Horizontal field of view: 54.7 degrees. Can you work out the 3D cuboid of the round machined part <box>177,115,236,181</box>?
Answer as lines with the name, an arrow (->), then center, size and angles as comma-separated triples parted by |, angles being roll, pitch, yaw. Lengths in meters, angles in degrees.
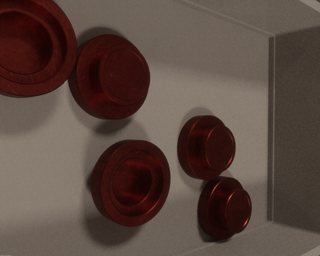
round machined part -> 0.076, 0.030, 0.462 | 0.099, 0.042, 0.097 | 0, 90, -40

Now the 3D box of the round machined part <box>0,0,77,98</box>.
round machined part -> -0.131, -0.076, 0.286 | 0.099, 0.042, 0.097 | 0, 90, -40

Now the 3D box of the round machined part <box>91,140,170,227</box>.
round machined part -> -0.038, 0.062, 0.366 | 0.099, 0.042, 0.097 | 0, 90, -40

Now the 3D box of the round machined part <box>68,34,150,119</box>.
round machined part -> -0.050, -0.059, 0.355 | 0.099, 0.042, 0.097 | 0, 90, -40

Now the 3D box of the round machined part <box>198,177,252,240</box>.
round machined part -> 0.108, 0.127, 0.489 | 0.099, 0.042, 0.097 | 0, 90, -40
